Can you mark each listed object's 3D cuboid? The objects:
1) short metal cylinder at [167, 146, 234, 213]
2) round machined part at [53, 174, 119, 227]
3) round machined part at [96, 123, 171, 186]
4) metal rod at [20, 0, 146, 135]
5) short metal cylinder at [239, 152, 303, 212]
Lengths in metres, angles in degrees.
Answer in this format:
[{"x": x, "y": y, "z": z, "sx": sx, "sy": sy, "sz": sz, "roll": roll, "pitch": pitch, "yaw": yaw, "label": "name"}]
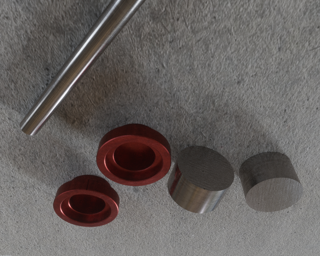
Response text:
[{"x": 0.056, "y": 0.071, "z": 0.432, "sx": 0.081, "sy": 0.080, "sz": 0.050, "roll": 11, "pitch": 129, "yaw": -10, "label": "short metal cylinder"}, {"x": -0.113, "y": 0.111, "z": 0.489, "sx": 0.099, "sy": 0.042, "sz": 0.097, "roll": -1, "pitch": 130, "yaw": 0, "label": "round machined part"}, {"x": -0.035, "y": 0.032, "z": 0.423, "sx": 0.099, "sy": 0.042, "sz": 0.097, "roll": -1, "pitch": 130, "yaw": 0, "label": "round machined part"}, {"x": -0.072, "y": -0.087, "z": 0.331, "sx": 0.025, "sy": 0.025, "sz": 0.299, "roll": 33, "pitch": 122, "yaw": -25, "label": "metal rod"}, {"x": 0.164, "y": 0.081, "z": 0.463, "sx": 0.081, "sy": 0.050, "sz": 0.079, "roll": 0, "pitch": 130, "yaw": 0, "label": "short metal cylinder"}]
